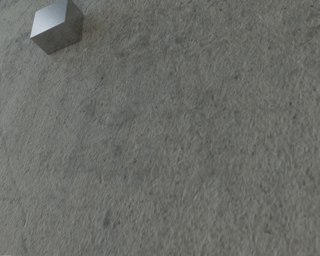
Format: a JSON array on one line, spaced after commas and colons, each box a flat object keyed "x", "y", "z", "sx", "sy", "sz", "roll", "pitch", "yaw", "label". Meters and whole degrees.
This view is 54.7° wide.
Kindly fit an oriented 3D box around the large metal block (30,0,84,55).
[{"x": -0.203, "y": -0.203, "z": 0.616, "sx": 0.080, "sy": 0.050, "sz": 0.080, "roll": -18, "pitch": 55, "yaw": 17, "label": "large metal block"}]
